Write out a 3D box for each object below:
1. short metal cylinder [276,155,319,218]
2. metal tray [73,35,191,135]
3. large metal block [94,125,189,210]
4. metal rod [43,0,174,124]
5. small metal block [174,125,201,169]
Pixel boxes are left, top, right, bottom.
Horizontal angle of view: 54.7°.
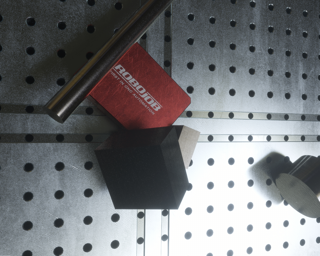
[{"bbox_3d":[0.225,0.088,0.469,0.050,0.080,0.080,-33,101,-17],"label":"short metal cylinder"},{"bbox_3d":[-0.034,-0.048,0.398,0.130,0.030,0.090,44,76,-15],"label":"metal tray"},{"bbox_3d":[-0.019,0.047,0.363,0.050,0.080,0.080,-51,130,-59],"label":"large metal block"},{"bbox_3d":[-0.027,-0.124,0.372,0.025,0.025,0.301,43,65,-15],"label":"metal rod"},{"bbox_3d":[0.023,0.024,0.409,0.025,0.050,0.050,22,83,-19],"label":"small metal block"}]
